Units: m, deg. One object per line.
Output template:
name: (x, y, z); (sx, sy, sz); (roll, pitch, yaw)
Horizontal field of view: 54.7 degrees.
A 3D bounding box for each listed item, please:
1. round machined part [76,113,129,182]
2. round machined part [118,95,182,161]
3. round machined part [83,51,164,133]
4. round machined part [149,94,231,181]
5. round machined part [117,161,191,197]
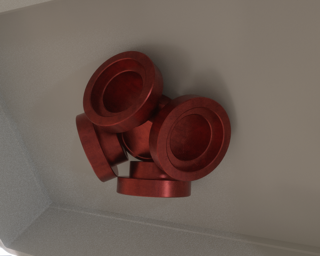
round machined part: (-0.074, 0.021, 0.422); (0.042, 0.098, 0.097); (-22, 112, -4)
round machined part: (-0.015, 0.005, 0.404); (0.098, 0.042, 0.097); (13, 124, 20)
round machined part: (-0.039, -0.038, 0.367); (0.098, 0.098, 0.042); (-4, 154, 29)
round machined part: (0.031, 0.009, 0.361); (0.042, 0.099, 0.097); (28, 139, 58)
round machined part: (-0.007, 0.066, 0.415); (0.098, 0.098, 0.042); (-1, 82, 28)
